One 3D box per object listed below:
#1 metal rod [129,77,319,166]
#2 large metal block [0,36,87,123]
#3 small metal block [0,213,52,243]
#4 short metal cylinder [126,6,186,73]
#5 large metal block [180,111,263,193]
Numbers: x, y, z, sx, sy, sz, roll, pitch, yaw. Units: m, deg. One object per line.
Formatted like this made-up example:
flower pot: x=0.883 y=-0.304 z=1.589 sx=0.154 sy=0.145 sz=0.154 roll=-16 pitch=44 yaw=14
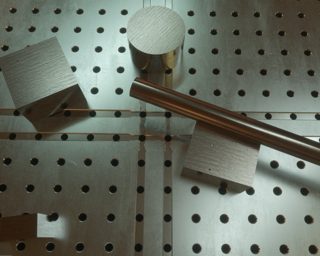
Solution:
metal rod: x=0.108 y=0.003 z=0.359 sx=0.301 sy=0.025 sz=0.025 roll=21 pitch=71 yaw=6
large metal block: x=-0.158 y=-0.065 z=0.420 sx=0.080 sy=0.050 sz=0.080 roll=-25 pitch=72 yaw=-9
small metal block: x=-0.157 y=0.115 z=0.354 sx=0.050 sy=0.050 sz=0.025 roll=-6 pitch=70 yaw=-3
short metal cylinder: x=-0.005 y=-0.126 z=0.444 sx=0.081 sy=0.050 sz=0.080 roll=0 pitch=70 yaw=0
large metal block: x=0.077 y=0.028 z=0.389 sx=0.080 sy=0.050 sz=0.080 roll=16 pitch=71 yaw=5
